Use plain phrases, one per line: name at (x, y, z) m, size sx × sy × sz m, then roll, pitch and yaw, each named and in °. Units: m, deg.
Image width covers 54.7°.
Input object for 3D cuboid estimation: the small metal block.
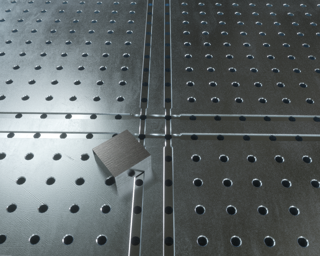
small metal block at (-0.046, 0.036, 0.377) m, size 0.050 × 0.025 × 0.050 m, roll -31°, pitch 57°, yaw -24°
